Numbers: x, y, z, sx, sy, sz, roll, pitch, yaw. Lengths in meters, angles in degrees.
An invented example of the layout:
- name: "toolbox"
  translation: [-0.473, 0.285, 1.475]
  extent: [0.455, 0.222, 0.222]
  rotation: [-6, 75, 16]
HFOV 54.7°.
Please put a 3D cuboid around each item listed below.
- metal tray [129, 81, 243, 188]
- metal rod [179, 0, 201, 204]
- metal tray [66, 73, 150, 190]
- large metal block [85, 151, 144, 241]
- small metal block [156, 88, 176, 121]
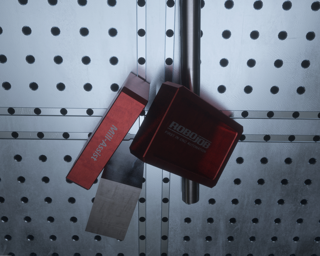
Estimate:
- name: "metal tray"
  translation: [0.037, 0.013, 0.371]
  extent: [0.131, 0.030, 0.090]
  rotation: [27, 89, -40]
- name: "metal rod"
  translation: [0.039, -0.036, 0.400]
  extent: [0.025, 0.025, 0.298]
  rotation: [-2, 110, 0]
- name: "metal tray"
  translation: [-0.061, 0.001, 0.378]
  extent: [0.030, 0.090, 0.129]
  rotation: [32, 107, -11]
- name: "large metal block"
  translation: [-0.058, 0.087, 0.415]
  extent: [0.050, 0.080, 0.079]
  rotation: [17, 109, -7]
- name: "small metal block"
  translation: [0.008, -0.021, 0.392]
  extent: [0.025, 0.050, 0.050]
  rotation: [0, 110, 0]
